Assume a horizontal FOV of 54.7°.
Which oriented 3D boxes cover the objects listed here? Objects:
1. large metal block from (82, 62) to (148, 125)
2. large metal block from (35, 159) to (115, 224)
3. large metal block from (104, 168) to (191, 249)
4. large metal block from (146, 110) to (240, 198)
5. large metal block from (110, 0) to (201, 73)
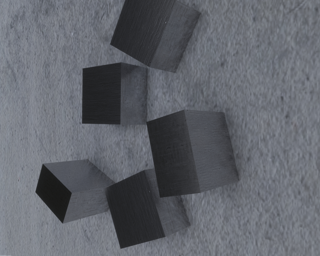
[{"bbox_3d":[-0.065,-0.045,0.440,0.080,0.050,0.079,2,91,39],"label":"large metal block"},{"bbox_3d":[-0.127,0.092,0.472,0.080,0.081,0.050,31,109,35],"label":"large metal block"},{"bbox_3d":[-0.018,0.102,0.402,0.080,0.050,0.080,-29,72,36],"label":"large metal block"},{"bbox_3d":[0.037,0.027,0.337,0.050,0.081,0.080,-17,79,38],"label":"large metal block"},{"bbox_3d":[-0.008,-0.126,0.393,0.080,0.050,0.079,36,112,34],"label":"large metal block"}]
